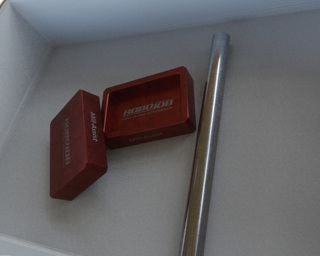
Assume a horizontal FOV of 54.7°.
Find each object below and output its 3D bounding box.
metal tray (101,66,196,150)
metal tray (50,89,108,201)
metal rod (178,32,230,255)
[{"bbox_3d":[-0.019,-0.027,0.427,0.130,0.030,0.090,-13,56,20],"label":"metal tray"},{"bbox_3d":[-0.116,0.022,0.427,0.090,0.030,0.130,-39,47,30],"label":"metal tray"},{"bbox_3d":[0.058,0.005,0.371,0.025,0.025,0.299,-2,61,27],"label":"metal rod"}]
